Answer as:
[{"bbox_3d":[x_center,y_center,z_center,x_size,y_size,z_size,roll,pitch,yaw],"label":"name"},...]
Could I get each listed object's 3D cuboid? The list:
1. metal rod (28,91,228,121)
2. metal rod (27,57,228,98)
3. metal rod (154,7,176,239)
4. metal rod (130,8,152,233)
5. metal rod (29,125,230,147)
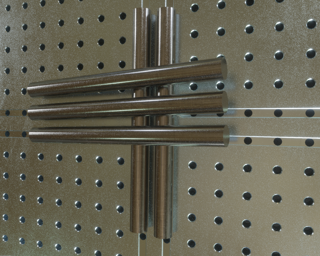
[{"bbox_3d":[-0.061,-0.026,0.411,0.300,0.025,0.025,-1,90,27],"label":"metal rod"},{"bbox_3d":[-0.062,-0.062,0.411,0.300,0.025,0.025,-2,90,27],"label":"metal rod"},{"bbox_3d":[0.007,-0.006,0.410,0.025,0.025,0.298,1,90,19],"label":"metal rod"},{"bbox_3d":[-0.026,-0.010,0.421,0.025,0.025,0.298,1,90,19],"label":"metal rod"},{"bbox_3d":[-0.060,0.010,0.410,0.300,0.025,0.025,0,90,28],"label":"metal rod"}]
